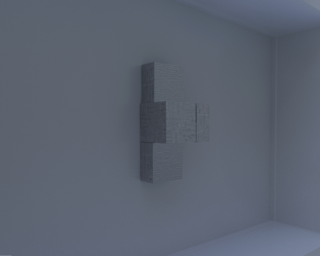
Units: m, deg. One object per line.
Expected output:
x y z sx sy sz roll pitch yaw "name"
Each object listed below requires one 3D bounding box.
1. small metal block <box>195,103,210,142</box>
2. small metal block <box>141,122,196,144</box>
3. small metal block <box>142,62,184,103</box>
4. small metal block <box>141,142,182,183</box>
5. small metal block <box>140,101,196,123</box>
0.040 -0.007 0.421 0.025 0.050 0.050 0 90 -40 "small metal block"
0.010 0.005 0.397 0.050 0.050 0.025 0 91 -40 "small metal block"
0.004 -0.057 0.407 0.050 0.025 0.050 0 90 -40 "small metal block"
0.003 0.043 0.406 0.050 0.025 0.050 0 90 -40 "small metal block"
0.010 -0.019 0.396 0.050 0.050 0.025 0 91 -40 "small metal block"
